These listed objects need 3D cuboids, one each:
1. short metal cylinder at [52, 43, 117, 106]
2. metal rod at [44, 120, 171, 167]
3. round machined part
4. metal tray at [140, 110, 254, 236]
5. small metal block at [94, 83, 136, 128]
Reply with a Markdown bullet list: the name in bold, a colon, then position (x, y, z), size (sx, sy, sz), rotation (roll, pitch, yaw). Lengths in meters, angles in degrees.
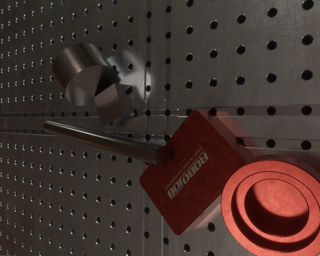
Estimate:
- **short metal cylinder**: position (-0.112, -0.079, 0.464), size (0.080, 0.081, 0.050), rotation (-50, 61, 28)
- **metal rod**: position (-0.100, 0.015, 0.467), size (0.300, 0.025, 0.025), rotation (10, 96, 45)
- **round machined part**: position (0.112, 0.072, 0.296), size (0.098, 0.042, 0.097), rotation (6, 102, 28)
- **metal tray**: position (0.039, 0.054, 0.372), size (0.090, 0.030, 0.129), rotation (51, 120, 27)
- **small metal block**: position (-0.068, -0.032, 0.463), size (0.050, 0.025, 0.050), rotation (-27, 74, 36)
